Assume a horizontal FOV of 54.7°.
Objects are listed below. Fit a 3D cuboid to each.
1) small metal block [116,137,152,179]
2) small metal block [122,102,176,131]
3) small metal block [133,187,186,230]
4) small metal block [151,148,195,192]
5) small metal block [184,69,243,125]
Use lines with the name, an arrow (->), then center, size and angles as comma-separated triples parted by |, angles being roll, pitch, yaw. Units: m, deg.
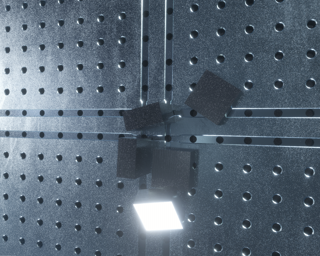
small metal block -> -0.033, 0.038, 0.410 | 0.025, 0.050, 0.050 | 4, 91, 20
small metal block -> -0.013, -0.014, 0.403 | 0.050, 0.050, 0.025 | -14, 86, 19
small metal block -> 0.000, 0.104, 0.399 | 0.050, 0.025, 0.050 | -9, 122, 19
small metal block -> 0.018, 0.053, 0.406 | 0.050, 0.025, 0.050 | 3, 91, 19
small metal block -> 0.067, -0.038, 0.388 | 0.050, 0.025, 0.050 | 36, 101, 16
